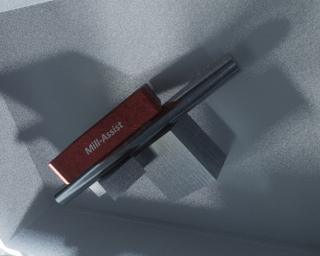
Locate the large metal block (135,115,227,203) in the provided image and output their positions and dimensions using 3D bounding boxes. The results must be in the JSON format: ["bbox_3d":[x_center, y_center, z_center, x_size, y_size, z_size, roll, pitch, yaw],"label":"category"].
[{"bbox_3d":[0.025,0.039,0.401,0.080,0.050,0.080,47,129,-6],"label":"large metal block"}]

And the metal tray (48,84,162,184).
[{"bbox_3d":[-0.058,0.002,0.360,0.130,0.090,0.030,-38,99,6],"label":"metal tray"}]

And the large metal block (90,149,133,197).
[{"bbox_3d":[-0.084,0.044,0.458,0.080,0.050,0.080,47,129,-6],"label":"large metal block"}]

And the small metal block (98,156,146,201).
[{"bbox_3d":[-0.049,0.061,0.390,0.025,0.050,0.050,50,165,-7],"label":"small metal block"}]

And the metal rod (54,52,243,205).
[{"bbox_3d":[-0.031,0.014,0.382,0.299,0.025,0.025,-37,98,23],"label":"metal rod"}]
